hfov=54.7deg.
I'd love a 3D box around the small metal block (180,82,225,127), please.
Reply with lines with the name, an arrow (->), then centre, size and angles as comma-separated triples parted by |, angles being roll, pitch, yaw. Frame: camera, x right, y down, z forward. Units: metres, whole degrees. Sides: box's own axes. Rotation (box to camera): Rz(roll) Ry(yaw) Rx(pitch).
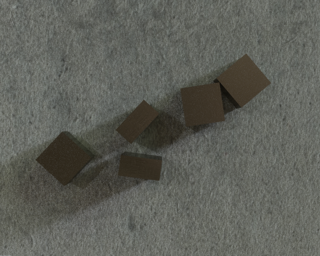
small metal block -> 0.055, -0.030, 0.408 | 0.050, 0.025, 0.050 | -8, 91, 4

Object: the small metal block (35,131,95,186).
small metal block -> -0.124, 0.039, 0.408 | 0.050, 0.025, 0.050 | 43, 90, -1

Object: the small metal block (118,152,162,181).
small metal block -> -0.024, 0.048, 0.397 | 0.050, 0.050, 0.025 | 8, 90, -1

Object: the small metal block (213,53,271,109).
small metal block -> 0.108, -0.061, 0.411 | 0.050, 0.025, 0.050 | -40, 90, -1

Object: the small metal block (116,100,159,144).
small metal block -> -0.027, -0.008, 0.397 | 0.025, 0.050, 0.050 | 43, 90, -1
